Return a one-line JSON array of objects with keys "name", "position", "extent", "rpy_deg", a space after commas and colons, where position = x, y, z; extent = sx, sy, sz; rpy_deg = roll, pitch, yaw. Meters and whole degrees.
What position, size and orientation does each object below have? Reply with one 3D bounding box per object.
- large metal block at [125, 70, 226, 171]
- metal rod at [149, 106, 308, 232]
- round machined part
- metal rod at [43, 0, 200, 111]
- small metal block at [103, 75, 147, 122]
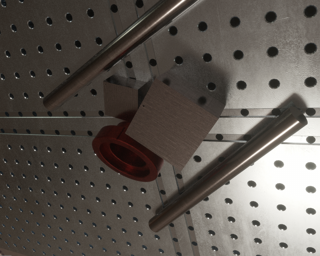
[{"name": "large metal block", "position": [0.018, -0.010, 0.369], "extent": [0.080, 0.050, 0.079], "rpy_deg": [34, 117, 5]}, {"name": "metal rod", "position": [0.069, 0.074, 0.419], "extent": [0.025, 0.025, 0.298], "rpy_deg": [41, 129, 0]}, {"name": "round machined part", "position": [-0.039, 0.028, 0.424], "extent": [0.098, 0.042, 0.097], "rpy_deg": [20, 146, 14]}, {"name": "metal rod", "position": [-0.060, -0.091, 0.384], "extent": [0.299, 0.025, 0.025], "rpy_deg": [-27, 104, 37]}, {"name": "small metal block", "position": [-0.046, -0.038, 0.410], "extent": [0.050, 0.025, 0.050], "rpy_deg": [16, 125, 19]}]
